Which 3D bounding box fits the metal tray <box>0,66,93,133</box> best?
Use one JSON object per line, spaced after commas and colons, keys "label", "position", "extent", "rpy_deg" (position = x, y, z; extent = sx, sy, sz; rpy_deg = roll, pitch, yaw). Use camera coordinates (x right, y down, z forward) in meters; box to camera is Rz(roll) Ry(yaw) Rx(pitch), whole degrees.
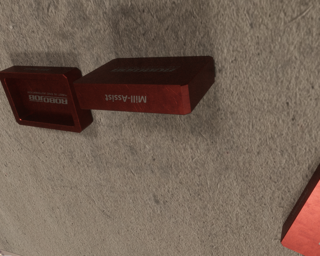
{"label": "metal tray", "position": [-0.170, -0.045, 0.463], "extent": [0.130, 0.030, 0.089], "rpy_deg": [6, 121, 24]}

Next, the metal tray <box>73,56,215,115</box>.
{"label": "metal tray", "position": [-0.015, -0.050, 0.340], "extent": [0.130, 0.090, 0.030], "rpy_deg": [5, 120, 25]}

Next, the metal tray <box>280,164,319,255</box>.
{"label": "metal tray", "position": [0.208, 0.106, 0.359], "extent": [0.090, 0.030, 0.129], "rpy_deg": [21, 126, 15]}
